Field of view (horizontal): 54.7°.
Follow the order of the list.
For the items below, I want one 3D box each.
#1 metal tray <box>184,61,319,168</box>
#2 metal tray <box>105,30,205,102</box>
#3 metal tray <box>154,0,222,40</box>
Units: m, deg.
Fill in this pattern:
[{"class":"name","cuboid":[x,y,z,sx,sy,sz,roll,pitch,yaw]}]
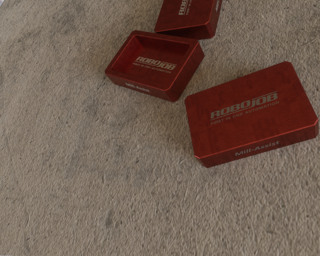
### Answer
[{"class":"metal tray","cuboid":[0.099,-0.015,0.358,0.130,0.030,0.090,-19,54,17]},{"class":"metal tray","cuboid":[-0.011,-0.097,0.465,0.130,0.030,0.090,21,73,35]},{"class":"metal tray","cuboid":[0.050,-0.197,0.495,0.090,0.030,0.130,1,62,28]}]
